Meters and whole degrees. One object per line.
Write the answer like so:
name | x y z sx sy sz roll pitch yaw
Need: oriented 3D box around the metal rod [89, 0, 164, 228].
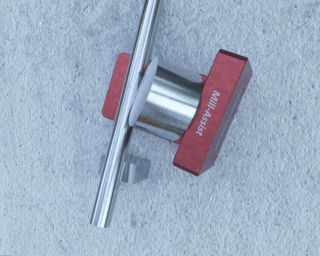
metal rod | -0.038 -0.030 0.381 0.025 0.025 0.298 11 85 19

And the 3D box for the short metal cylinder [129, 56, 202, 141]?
short metal cylinder | 0.004 -0.031 0.340 0.050 0.080 0.080 20 98 -15

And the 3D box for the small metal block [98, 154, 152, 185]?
small metal block | -0.046 0.052 0.412 0.050 0.050 0.025 14 95 19

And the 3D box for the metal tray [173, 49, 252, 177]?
metal tray | 0.063 -0.015 0.353 0.030 0.090 0.129 24 98 18

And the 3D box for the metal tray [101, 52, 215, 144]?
metal tray | -0.004 -0.039 0.408 0.130 0.030 0.089 19 96 18
